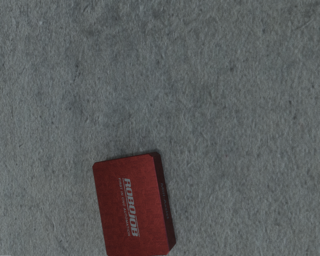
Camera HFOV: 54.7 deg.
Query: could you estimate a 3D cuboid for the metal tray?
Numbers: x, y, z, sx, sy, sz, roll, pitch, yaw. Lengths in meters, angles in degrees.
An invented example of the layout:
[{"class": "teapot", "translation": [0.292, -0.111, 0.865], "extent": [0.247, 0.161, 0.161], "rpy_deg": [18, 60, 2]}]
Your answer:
[{"class": "metal tray", "translation": [-0.035, 0.103, 0.418], "extent": [0.090, 0.030, 0.129], "rpy_deg": [-11, 86, 19]}]
